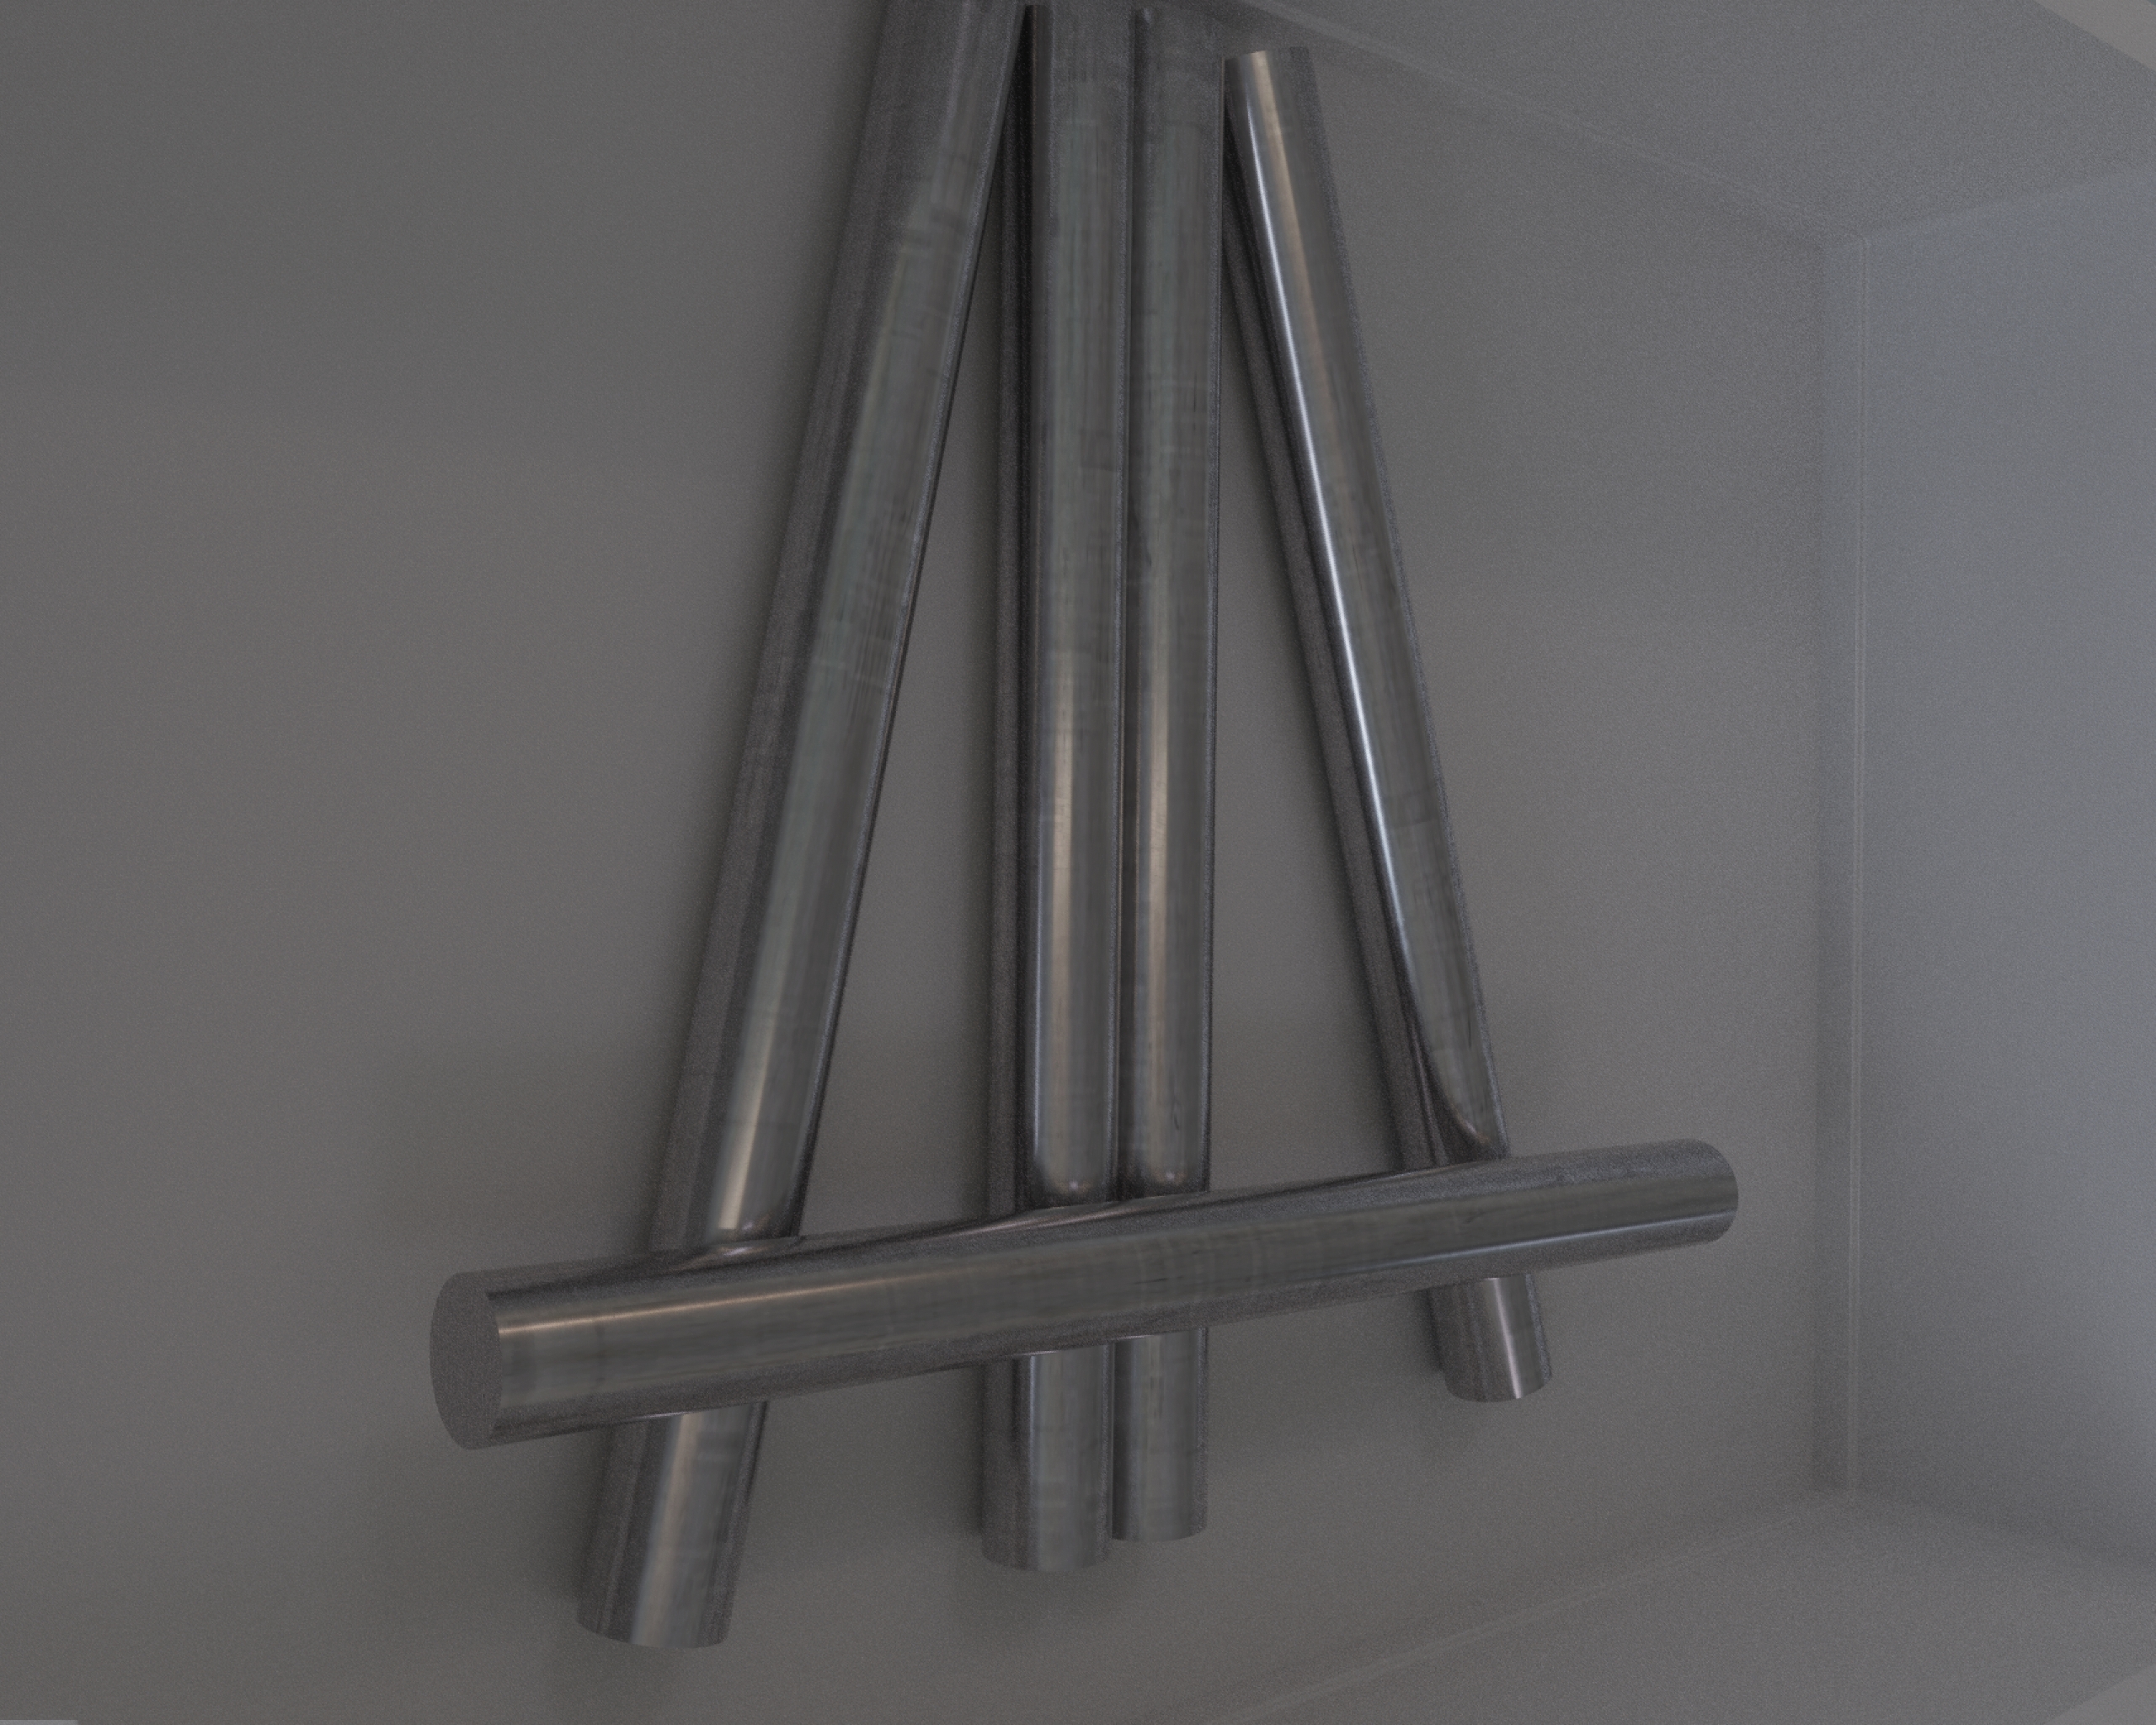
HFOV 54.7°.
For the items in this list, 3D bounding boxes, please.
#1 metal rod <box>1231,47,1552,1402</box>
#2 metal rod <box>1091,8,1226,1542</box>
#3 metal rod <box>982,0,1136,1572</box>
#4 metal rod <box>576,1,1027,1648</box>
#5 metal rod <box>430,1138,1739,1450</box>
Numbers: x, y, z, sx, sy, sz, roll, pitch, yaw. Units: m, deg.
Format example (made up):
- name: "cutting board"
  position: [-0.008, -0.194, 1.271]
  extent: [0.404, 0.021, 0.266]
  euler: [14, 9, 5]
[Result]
- name: "metal rod"
  position: [0.067, -0.023, 0.461]
  extent: [0.025, 0.025, 0.298]
  euler: [-20, 103, -38]
- name: "metal rod"
  position: [0.015, -0.017, 0.418]
  extent: [0.025, 0.025, 0.298]
  euler: [1, 89, -40]
- name: "metal rod"
  position: [-0.004, -0.017, 0.402]
  extent: [0.025, 0.025, 0.298]
  euler: [1, 89, -40]
- name: "metal rod"
  position: [-0.046, -0.019, 0.366]
  extent: [0.025, 0.025, 0.299]
  euler: [16, 80, -39]
- name: "metal rod"
  position: [0.029, 0.074, 0.395]
  extent: [0.302, 0.025, 0.025]
  euler: [2, 89, -40]
